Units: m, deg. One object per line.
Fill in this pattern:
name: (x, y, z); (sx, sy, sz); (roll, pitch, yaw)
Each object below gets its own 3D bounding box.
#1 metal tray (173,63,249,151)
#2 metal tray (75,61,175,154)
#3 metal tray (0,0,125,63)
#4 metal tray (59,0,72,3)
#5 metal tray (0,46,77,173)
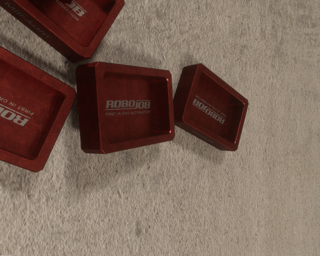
metal tray: (0.078, -0.027, 0.469); (0.131, 0.030, 0.090); (28, 73, -37)
metal tray: (-0.032, -0.024, 0.355); (0.131, 0.030, 0.089); (-8, 95, -54)
metal tray: (-0.108, -0.141, 0.311); (0.130, 0.030, 0.090); (39, 66, -33)
metal tray: (-0.119, -0.182, 0.270); (0.131, 0.030, 0.090); (29, 56, -23)
metal tray: (-0.151, -0.024, 0.275); (0.130, 0.030, 0.090); (31, 71, -36)
